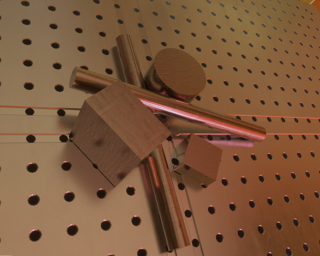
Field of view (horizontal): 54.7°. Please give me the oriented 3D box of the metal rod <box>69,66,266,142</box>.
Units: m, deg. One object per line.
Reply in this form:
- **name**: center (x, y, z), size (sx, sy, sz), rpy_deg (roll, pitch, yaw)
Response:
- **metal rod**: center (0.031, -0.023, 0.416), size (0.302, 0.025, 0.025), rpy_deg (15, 56, -29)

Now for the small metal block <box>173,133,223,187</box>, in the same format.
- **small metal block**: center (0.051, 0.042, 0.413), size (0.050, 0.025, 0.050), rpy_deg (29, 52, -10)

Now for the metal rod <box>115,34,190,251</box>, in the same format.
- **metal rod**: center (-0.016, 0.001, 0.400), size (0.025, 0.025, 0.299), rpy_deg (-2, 63, -29)

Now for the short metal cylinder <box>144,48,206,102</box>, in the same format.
- **short metal cylinder**: center (0.018, -0.067, 0.444), size (0.081, 0.050, 0.080), rpy_deg (14, 56, -21)

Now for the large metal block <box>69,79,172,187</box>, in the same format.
- **large metal block**: center (-0.047, 0.008, 0.342), size (0.080, 0.080, 0.050), rpy_deg (46, 51, 4)
